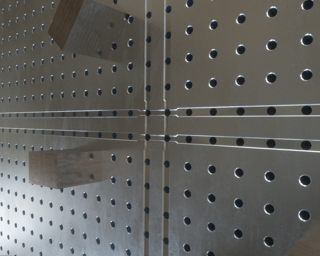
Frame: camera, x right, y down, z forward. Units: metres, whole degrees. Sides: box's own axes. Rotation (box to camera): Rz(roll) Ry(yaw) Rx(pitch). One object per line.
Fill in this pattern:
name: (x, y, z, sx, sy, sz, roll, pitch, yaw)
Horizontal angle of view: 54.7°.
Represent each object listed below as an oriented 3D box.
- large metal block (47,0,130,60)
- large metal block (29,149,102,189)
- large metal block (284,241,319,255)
large metal block: (-0.105, -0.154, 0.457, 0.050, 0.081, 0.080, 48, 118, 29)
large metal block: (-0.151, 0.062, 0.495, 0.080, 0.081, 0.050, 0, 90, 39)
large metal block: (0.139, 0.148, 0.259, 0.080, 0.081, 0.050, 20, 103, 38)
